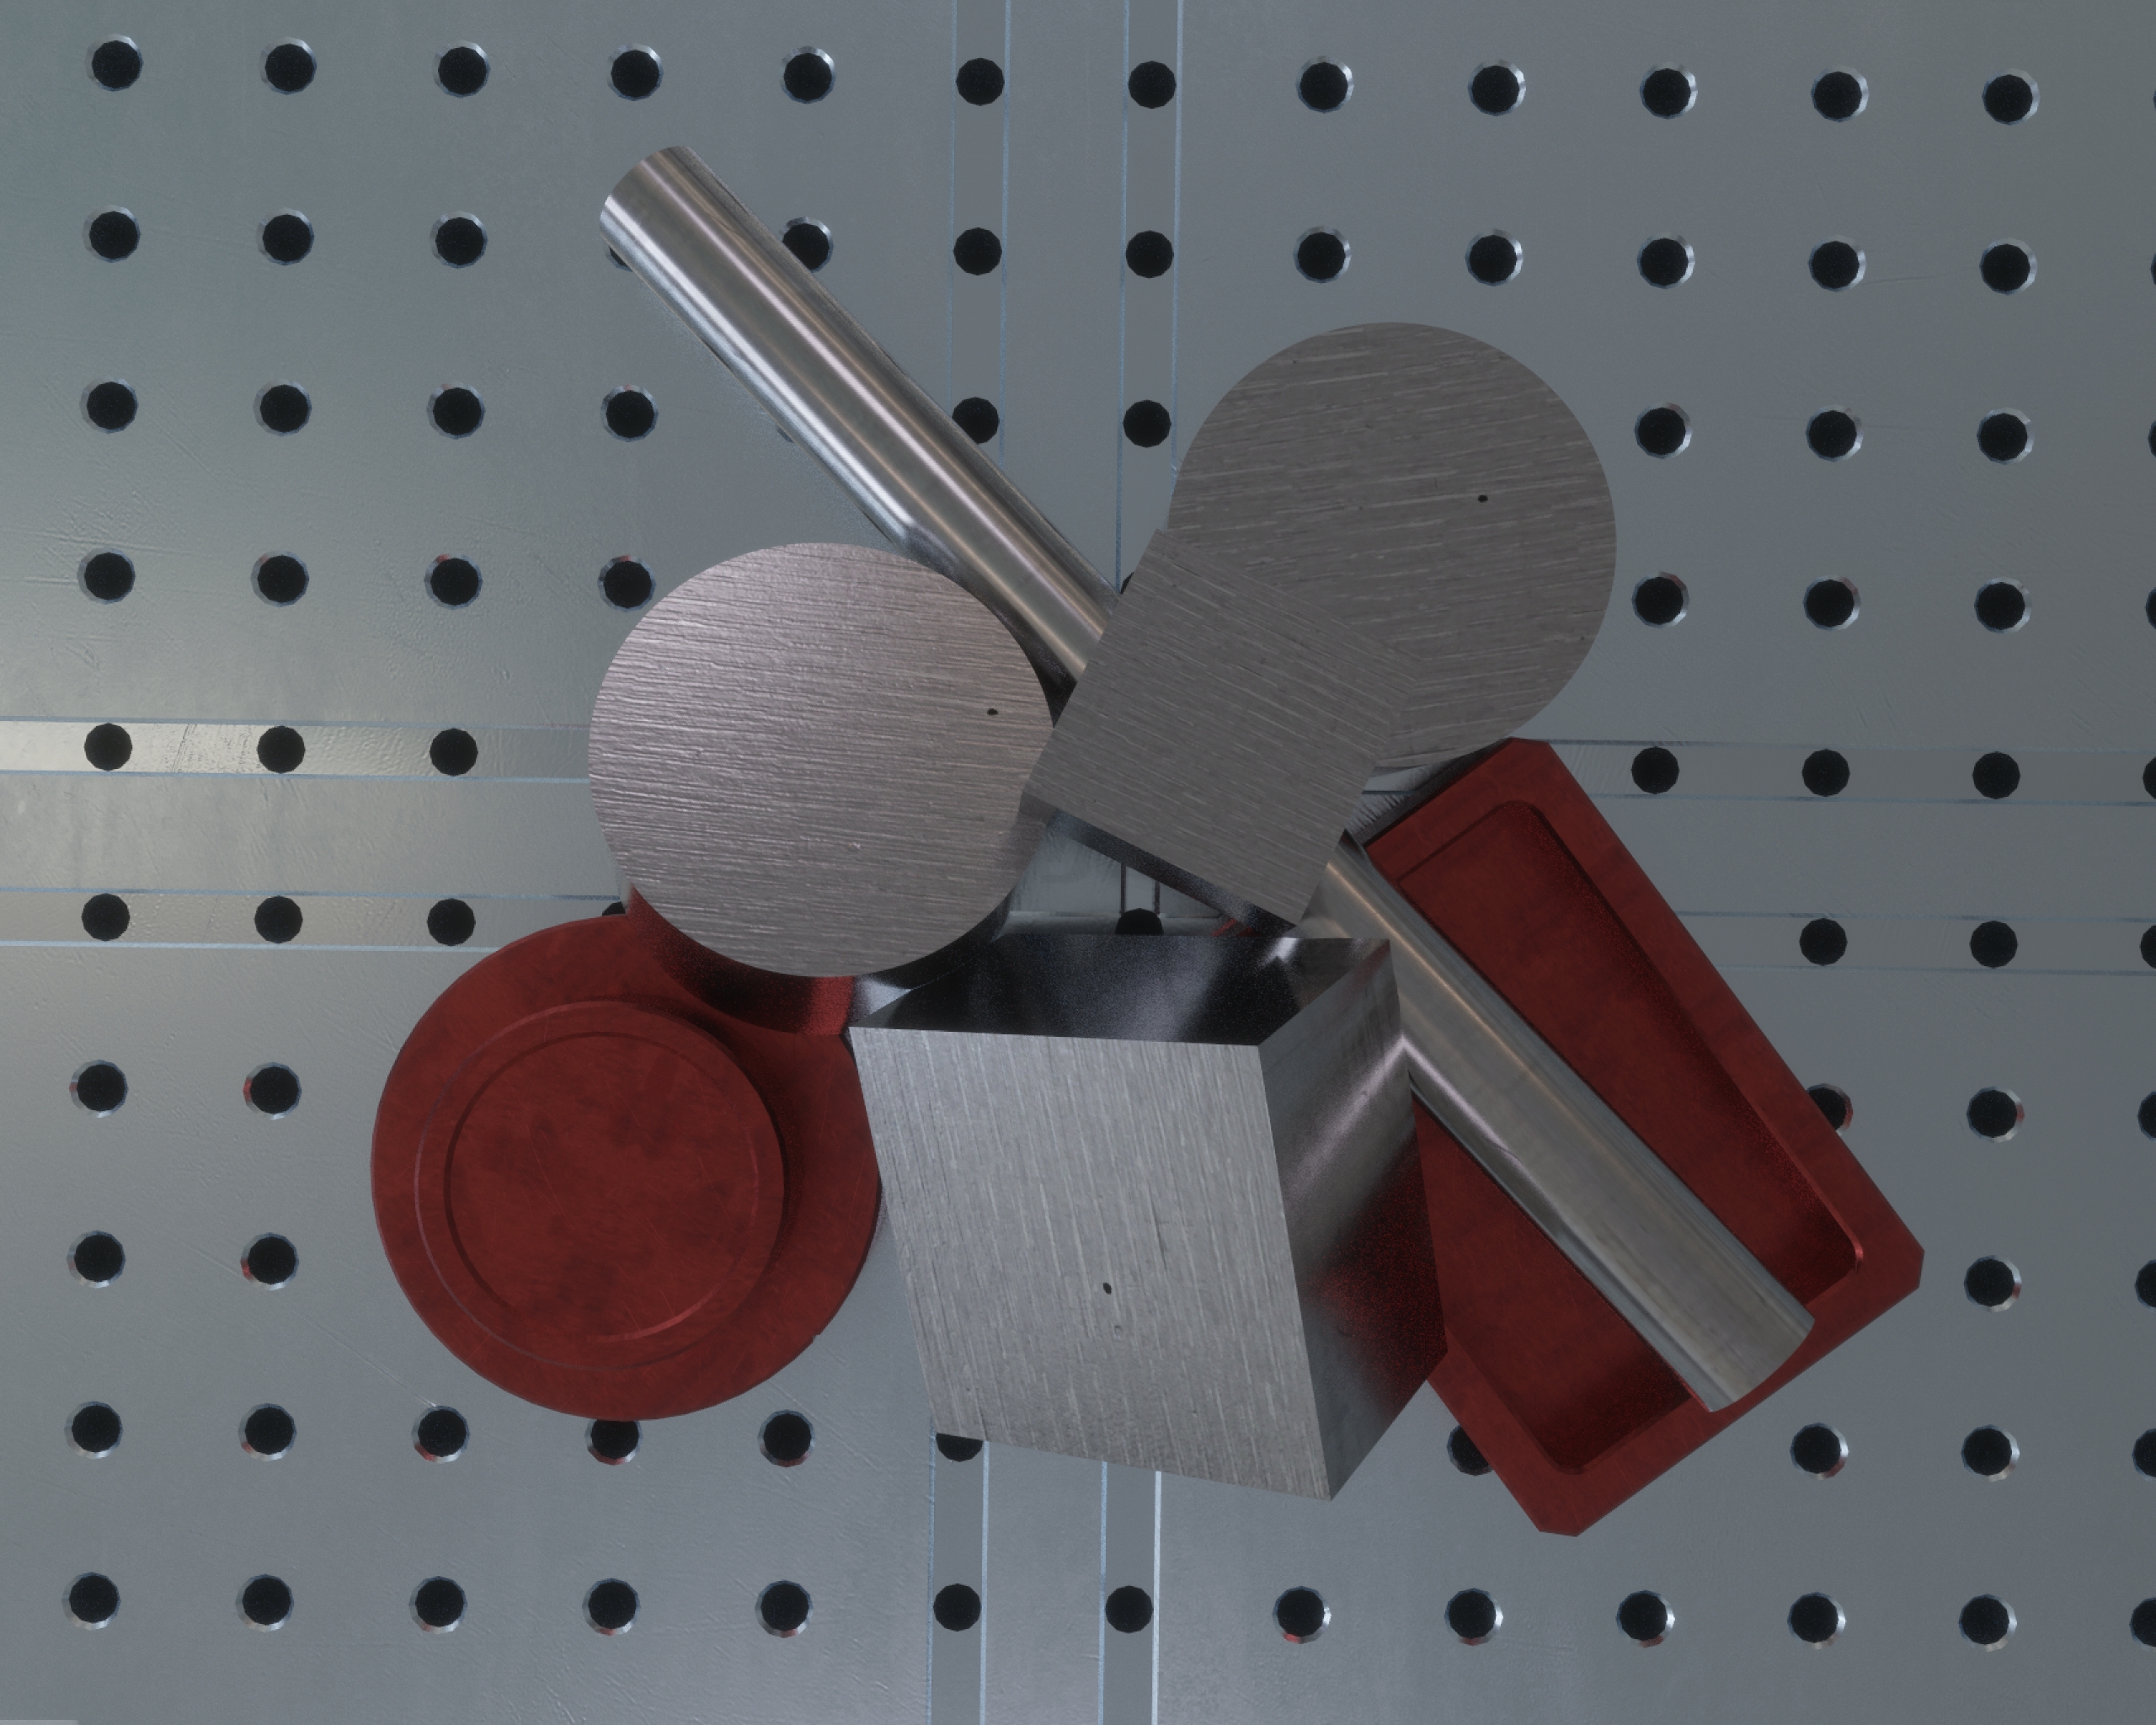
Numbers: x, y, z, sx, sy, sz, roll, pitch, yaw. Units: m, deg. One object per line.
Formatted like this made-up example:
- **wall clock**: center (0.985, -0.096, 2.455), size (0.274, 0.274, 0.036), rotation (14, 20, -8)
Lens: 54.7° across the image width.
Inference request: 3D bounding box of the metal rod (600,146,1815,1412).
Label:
- **metal rod**: center (0.017, -0.022, 0.385), size (0.025, 0.025, 0.300), rotation (-43, 81, 0)

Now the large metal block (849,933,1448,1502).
- **large metal block**: center (0.014, 0.059, 0.371), size (0.080, 0.050, 0.079), rotation (-1, 107, 33)

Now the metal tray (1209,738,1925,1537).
- **metal tray**: center (0.088, 0.052, 0.408), size (0.090, 0.030, 0.130), rotation (-36, 90, 0)

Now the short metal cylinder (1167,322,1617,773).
- **short metal cylinder**: center (0.056, -0.057, 0.398), size (0.081, 0.050, 0.079), rotation (0, 90, 0)

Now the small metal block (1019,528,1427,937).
- **small metal block**: center (0.024, -0.021, 0.357), size (0.050, 0.025, 0.050), rotation (26, 82, 0)

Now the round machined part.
- **round machined part**: center (-0.087, 0.059, 0.400), size (0.099, 0.042, 0.097), rotation (0, 90, 0)

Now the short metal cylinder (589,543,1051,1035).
- **short metal cylinder**: center (-0.047, -0.012, 0.386), size (0.081, 0.050, 0.080), rotation (2, 73, -8)
